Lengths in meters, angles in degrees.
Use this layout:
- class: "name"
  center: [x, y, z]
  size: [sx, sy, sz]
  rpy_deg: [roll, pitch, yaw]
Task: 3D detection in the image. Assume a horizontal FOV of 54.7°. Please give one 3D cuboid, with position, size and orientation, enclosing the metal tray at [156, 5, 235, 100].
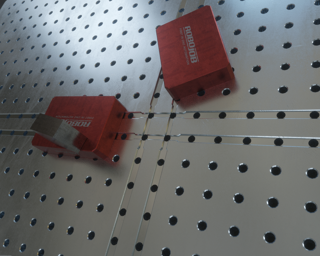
- class: "metal tray"
  center: [0.047, -0.111, 0.449]
  size: [0.090, 0.030, 0.130]
  rpy_deg: [-19, 54, 17]

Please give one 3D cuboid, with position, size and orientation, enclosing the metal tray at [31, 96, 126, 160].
- class: "metal tray"
  center: [-0.125, -0.004, 0.473]
  size: [0.130, 0.030, 0.090]
  rpy_deg: [3, 63, 29]

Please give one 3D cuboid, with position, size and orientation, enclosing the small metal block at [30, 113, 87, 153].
- class: "small metal block"
  center: [-0.137, 0.007, 0.421]
  size: [0.050, 0.050, 0.025]
  rpy_deg: [14, 70, 34]
